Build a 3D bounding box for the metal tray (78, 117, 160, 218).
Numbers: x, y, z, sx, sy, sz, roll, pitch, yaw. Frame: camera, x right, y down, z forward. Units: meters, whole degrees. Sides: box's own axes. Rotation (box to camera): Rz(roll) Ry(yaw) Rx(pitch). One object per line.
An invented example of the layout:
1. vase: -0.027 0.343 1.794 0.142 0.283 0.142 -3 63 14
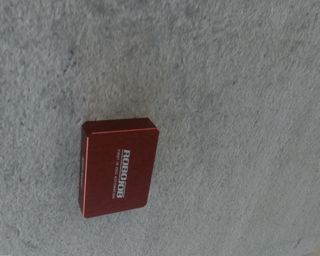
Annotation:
1. metal tray: -0.056 0.052 0.405 0.091 0.030 0.129 -5 121 -26
